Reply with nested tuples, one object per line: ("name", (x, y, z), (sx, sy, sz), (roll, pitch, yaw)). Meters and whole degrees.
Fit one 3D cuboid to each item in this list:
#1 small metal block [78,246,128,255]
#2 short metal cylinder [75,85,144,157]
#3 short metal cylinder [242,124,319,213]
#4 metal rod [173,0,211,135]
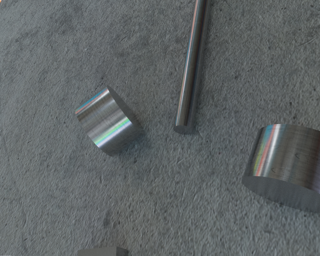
("small metal block", (-0.064, 0.160, 0.338), (0.050, 0.025, 0.050), (-13, 56, 20))
("short metal cylinder", (-0.064, -0.009, 0.406), (0.050, 0.080, 0.080), (-36, 51, 4))
("short metal cylinder", (0.122, 0.038, 0.281), (0.080, 0.080, 0.050), (12, 68, 32))
("metal rod", (0.054, -0.129, 0.453), (0.025, 0.025, 0.299), (-3, 60, 26))
